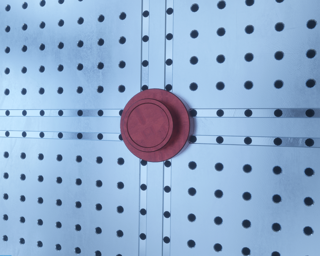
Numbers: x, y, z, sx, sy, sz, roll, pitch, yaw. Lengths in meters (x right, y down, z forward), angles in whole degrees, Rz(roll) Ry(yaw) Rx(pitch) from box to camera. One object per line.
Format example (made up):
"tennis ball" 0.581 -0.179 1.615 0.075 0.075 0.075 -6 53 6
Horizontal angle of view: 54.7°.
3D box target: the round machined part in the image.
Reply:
"round machined part" -0.009 -0.003 0.405 0.098 0.042 0.097 0 90 19
